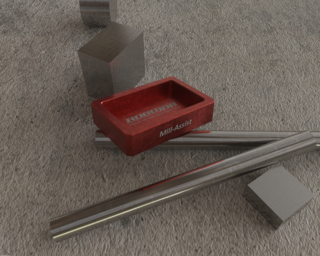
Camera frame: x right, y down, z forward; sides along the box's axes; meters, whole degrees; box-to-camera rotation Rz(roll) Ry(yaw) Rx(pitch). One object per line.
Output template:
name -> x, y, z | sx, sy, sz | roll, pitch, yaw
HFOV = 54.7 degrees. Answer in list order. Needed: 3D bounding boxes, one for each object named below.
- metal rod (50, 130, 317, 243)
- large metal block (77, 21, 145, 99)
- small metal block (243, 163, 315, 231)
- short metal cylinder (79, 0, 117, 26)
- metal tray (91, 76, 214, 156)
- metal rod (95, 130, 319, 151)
metal rod -> 0.034, 0.059, 0.340 | 0.302, 0.025, 0.025 | -18, 52, -10
large metal block -> -0.065, -0.091, 0.443 | 0.050, 0.080, 0.080 | 23, 54, 18
small metal block -> 0.130, 0.075, 0.342 | 0.050, 0.025, 0.050 | -28, 56, -22
short metal cylinder -> -0.108, -0.224, 0.554 | 0.050, 0.080, 0.080 | 2, 50, 1
metal tray -> -0.008, -0.021, 0.392 | 0.131, 0.030, 0.090 | -23, 41, -30
metal rod -> 0.072, 0.015, 0.391 | 0.302, 0.025, 0.025 | 0, 50, 0
